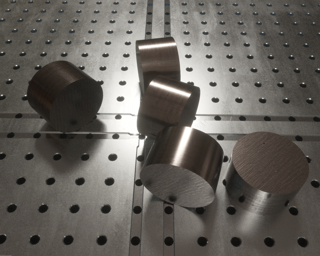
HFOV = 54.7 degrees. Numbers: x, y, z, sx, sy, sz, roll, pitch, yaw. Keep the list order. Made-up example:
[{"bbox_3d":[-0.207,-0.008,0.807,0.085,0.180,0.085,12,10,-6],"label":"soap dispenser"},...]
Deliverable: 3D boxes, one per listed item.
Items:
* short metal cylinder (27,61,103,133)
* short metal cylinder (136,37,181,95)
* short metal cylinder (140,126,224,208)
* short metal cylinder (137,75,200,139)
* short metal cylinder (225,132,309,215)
[{"bbox_3d":[-0.122,-0.041,0.404,0.050,0.080,0.080,37,59,26],"label":"short metal cylinder"},{"bbox_3d":[-0.004,-0.088,0.446,0.050,0.080,0.080,-8,51,-7],"label":"short metal cylinder"},{"bbox_3d":[0.025,0.043,0.336,0.080,0.080,0.050,14,52,11],"label":"short metal cylinder"},{"bbox_3d":[0.012,-0.021,0.390,0.050,0.080,0.080,21,53,16],"label":"short metal cylinder"},{"bbox_3d":[0.118,0.051,0.351,0.081,0.050,0.080,0,50,0],"label":"short metal cylinder"}]
